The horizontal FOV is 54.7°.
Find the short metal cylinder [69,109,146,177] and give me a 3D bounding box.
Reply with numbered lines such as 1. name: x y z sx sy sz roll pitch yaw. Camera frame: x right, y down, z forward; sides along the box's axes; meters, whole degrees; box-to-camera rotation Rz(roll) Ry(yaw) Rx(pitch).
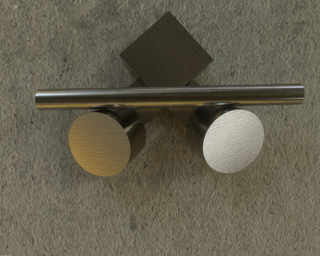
1. short metal cylinder: -0.064 0.013 0.384 0.080 0.050 0.079 5 108 17

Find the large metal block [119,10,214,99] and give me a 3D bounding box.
1. large metal block: 0.008 -0.085 0.397 0.080 0.050 0.080 -42 90 0

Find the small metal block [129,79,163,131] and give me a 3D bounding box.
1. small metal block: -0.029 -0.029 0.411 0.050 0.025 0.050 -43 90 -1

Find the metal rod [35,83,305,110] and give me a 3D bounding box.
1. metal rod: 0.012 -0.036 0.359 0.302 0.025 0.025 -1 90 0

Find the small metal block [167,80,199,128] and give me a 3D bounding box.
1. small metal block: 0.043 -0.027 0.411 0.050 0.025 0.050 -43 90 0

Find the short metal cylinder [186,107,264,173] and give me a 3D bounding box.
1. short metal cylinder: 0.080 0.009 0.385 0.081 0.050 0.079 -6 110 -17
